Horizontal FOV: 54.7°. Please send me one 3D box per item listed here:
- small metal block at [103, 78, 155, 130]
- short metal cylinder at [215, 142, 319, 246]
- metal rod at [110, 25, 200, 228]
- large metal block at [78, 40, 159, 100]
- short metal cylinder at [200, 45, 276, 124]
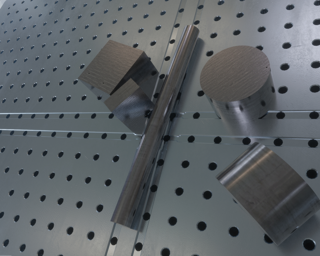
[{"bbox_3d":[-0.041,-0.033,0.434,0.050,0.050,0.025,-42,51,-1],"label":"small metal block"},{"bbox_3d":[0.097,0.059,0.286,0.050,0.080,0.080,-42,51,0],"label":"short metal cylinder"},{"bbox_3d":[0.001,-0.018,0.418,0.025,0.025,0.300,6,65,31],"label":"metal rod"},{"bbox_3d":[-0.064,-0.081,0.475,0.080,0.050,0.080,28,77,37],"label":"large metal block"},{"bbox_3d":[0.095,-0.052,0.374,0.080,0.050,0.080,-13,56,21],"label":"short metal cylinder"}]
